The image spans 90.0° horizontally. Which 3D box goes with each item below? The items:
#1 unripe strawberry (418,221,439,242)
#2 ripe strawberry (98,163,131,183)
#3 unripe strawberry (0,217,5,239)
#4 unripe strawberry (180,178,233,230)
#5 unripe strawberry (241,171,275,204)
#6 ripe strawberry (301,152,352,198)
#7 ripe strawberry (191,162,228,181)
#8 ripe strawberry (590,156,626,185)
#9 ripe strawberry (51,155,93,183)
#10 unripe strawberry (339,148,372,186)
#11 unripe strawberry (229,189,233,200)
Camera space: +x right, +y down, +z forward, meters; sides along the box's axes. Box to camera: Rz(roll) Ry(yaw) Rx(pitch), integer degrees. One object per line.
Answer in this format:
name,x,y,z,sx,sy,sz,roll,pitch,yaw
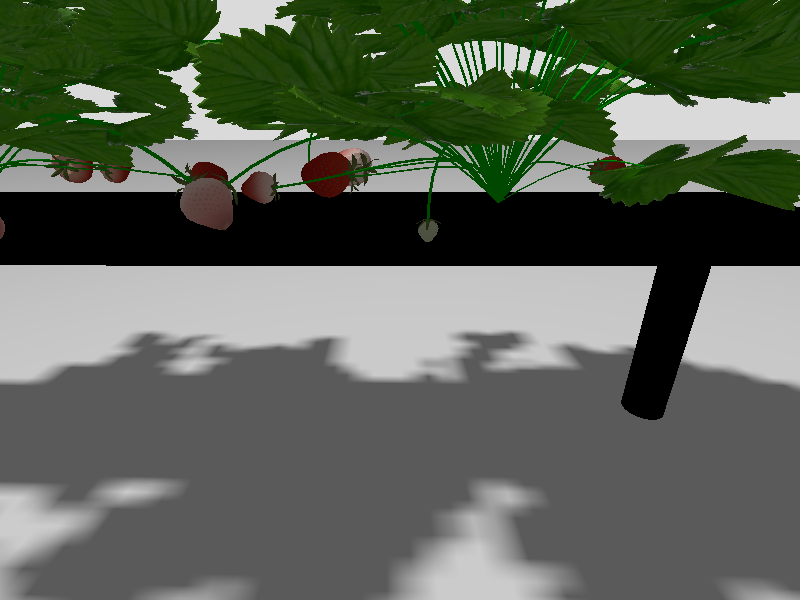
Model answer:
unripe strawberry,0.015,-0.037,0.217,0.011,0.011,0.011,11,26,25
ripe strawberry,-0.334,-0.156,0.473,0.031,0.033,0.034,5,23,11
unripe strawberry,-0.226,-0.039,0.212,0.024,0.021,0.024,-21,35,-40
unripe strawberry,-0.121,-0.059,0.255,0.032,0.033,0.030,-38,4,31
unripe strawberry,-0.117,-0.093,0.332,0.026,0.026,0.029,-1,23,-2
ripe strawberry,-0.066,-0.113,0.360,0.045,0.038,0.044,3,24,9
ripe strawberry,-0.189,-0.123,0.398,0.032,0.028,0.032,-8,24,-19
ripe strawberry,0.226,-0.139,0.432,0.036,0.031,0.036,-15,28,-33
ripe strawberry,-0.385,-0.161,0.476,0.039,0.041,0.042,-3,23,-7
unripe strawberry,-0.054,-0.142,0.428,0.045,0.038,0.045,15,28,33
unripe strawberry,-0.143,-0.082,0.312,0.022,0.022,0.024,-34,24,7
